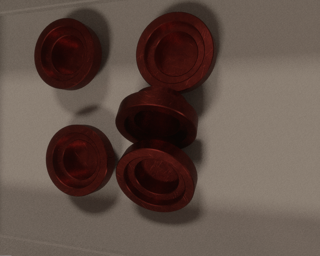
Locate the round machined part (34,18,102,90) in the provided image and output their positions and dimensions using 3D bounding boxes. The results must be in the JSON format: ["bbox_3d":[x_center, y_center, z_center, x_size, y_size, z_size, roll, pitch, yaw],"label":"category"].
[{"bbox_3d":[-0.126,-0.102,0.444,0.098,0.042,0.097,0,90,19],"label":"round machined part"}]

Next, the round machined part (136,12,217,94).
[{"bbox_3d":[0.023,-0.092,0.393,0.098,0.042,0.097,0,90,19],"label":"round machined part"}]

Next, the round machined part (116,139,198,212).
[{"bbox_3d":[-0.002,0.055,0.387,0.098,0.042,0.097,8,122,14],"label":"round machined part"}]

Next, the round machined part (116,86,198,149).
[{"bbox_3d":[-0.002,-0.014,0.382,0.098,0.098,0.042,-3,54,19],"label":"round machined part"}]

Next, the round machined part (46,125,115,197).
[{"bbox_3d":[-0.107,0.044,0.438,0.098,0.042,0.097,0,90,19],"label":"round machined part"}]
